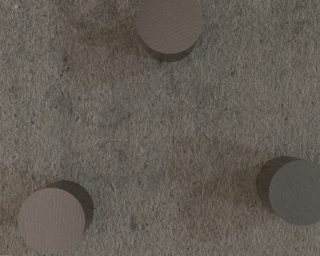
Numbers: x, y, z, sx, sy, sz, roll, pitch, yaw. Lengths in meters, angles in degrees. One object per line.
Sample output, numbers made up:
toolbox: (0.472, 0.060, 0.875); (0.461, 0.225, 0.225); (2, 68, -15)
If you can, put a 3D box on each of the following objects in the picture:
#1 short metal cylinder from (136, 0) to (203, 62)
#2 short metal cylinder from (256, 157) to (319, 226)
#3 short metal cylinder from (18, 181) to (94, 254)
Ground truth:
short metal cylinder: (0.012, -0.129, 0.397); (0.081, 0.050, 0.080); (0, 90, 0)
short metal cylinder: (0.172, 0.078, 0.399); (0.081, 0.050, 0.080); (0, 90, 0)
short metal cylinder: (-0.130, 0.111, 0.396); (0.081, 0.050, 0.080); (0, 90, 0)
